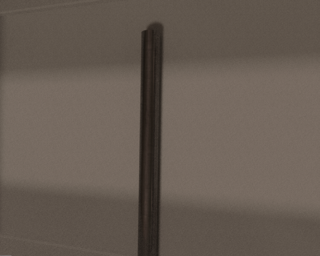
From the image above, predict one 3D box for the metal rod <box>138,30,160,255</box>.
[{"bbox_3d":[-0.015,0.022,0.414,0.025,0.025,0.298,1,90,19],"label":"metal rod"}]
